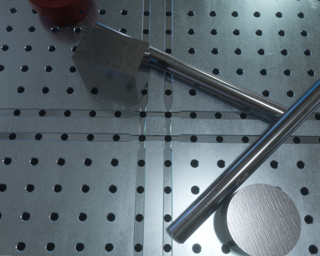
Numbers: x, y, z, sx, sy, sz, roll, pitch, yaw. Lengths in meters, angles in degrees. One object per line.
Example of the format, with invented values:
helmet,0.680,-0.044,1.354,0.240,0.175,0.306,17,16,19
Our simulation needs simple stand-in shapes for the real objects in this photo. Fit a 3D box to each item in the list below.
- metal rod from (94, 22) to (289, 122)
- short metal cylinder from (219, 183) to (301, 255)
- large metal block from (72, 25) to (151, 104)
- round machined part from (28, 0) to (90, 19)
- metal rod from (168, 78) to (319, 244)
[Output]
metal rod,0.038,-0.081,0.441,0.301,0.025,0.025,26,72,9
short metal cylinder,0.113,0.108,0.360,0.081,0.050,0.080,0,70,-1
large metal block,-0.060,-0.081,0.411,0.080,0.080,0.050,18,71,6
round machined part,-0.154,-0.209,0.477,0.099,0.042,0.098,0,70,-1
metal rod,0.127,0.026,0.386,0.301,0.025,0.025,-43,76,-8
